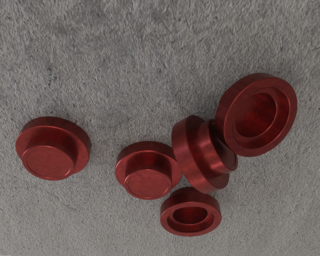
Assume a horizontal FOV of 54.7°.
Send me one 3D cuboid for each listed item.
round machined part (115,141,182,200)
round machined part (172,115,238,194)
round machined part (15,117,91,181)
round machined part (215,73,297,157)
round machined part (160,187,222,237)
[{"bbox_3d":[-0.017,0.069,0.454,0.099,0.042,0.097,0,130,0],"label":"round machined part"},{"bbox_3d":[0.061,0.028,0.381,0.042,0.098,0.098,-28,125,29],"label":"round machined part"},{"bbox_3d":[-0.147,0.035,0.424,0.099,0.042,0.097,0,130,0],"label":"round machined part"},{"bbox_3d":[0.108,-0.018,0.366,0.099,0.042,0.097,-10,117,-19],"label":"round machined part"},{"bbox_3d":[0.049,0.135,0.511,0.099,0.042,0.097,0,130,0],"label":"round machined part"}]
